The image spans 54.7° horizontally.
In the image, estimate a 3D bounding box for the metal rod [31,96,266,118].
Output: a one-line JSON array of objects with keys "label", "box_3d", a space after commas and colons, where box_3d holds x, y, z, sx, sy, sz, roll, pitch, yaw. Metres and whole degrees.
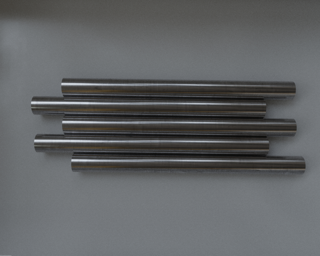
[{"label": "metal rod", "box_3d": [-0.014, -0.028, 0.410, 0.302, 0.025, 0.025, 1, 90, -1]}]

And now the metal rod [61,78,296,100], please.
[{"label": "metal rod", "box_3d": [0.025, -0.052, 0.410, 0.302, 0.025, 0.025, 1, 90, -1]}]

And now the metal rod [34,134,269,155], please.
[{"label": "metal rod", "box_3d": [-0.010, 0.022, 0.410, 0.302, 0.025, 0.025, 1, 90, -1]}]

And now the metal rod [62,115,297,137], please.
[{"label": "metal rod", "box_3d": [0.026, -0.002, 0.410, 0.302, 0.025, 0.025, 1, 90, -1]}]

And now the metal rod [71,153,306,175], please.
[{"label": "metal rod", "box_3d": [0.037, 0.048, 0.411, 0.302, 0.025, 0.025, 1, 90, -1]}]
